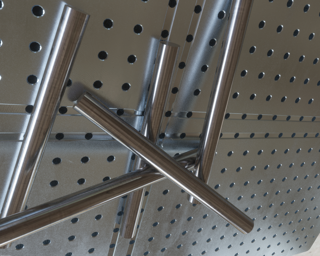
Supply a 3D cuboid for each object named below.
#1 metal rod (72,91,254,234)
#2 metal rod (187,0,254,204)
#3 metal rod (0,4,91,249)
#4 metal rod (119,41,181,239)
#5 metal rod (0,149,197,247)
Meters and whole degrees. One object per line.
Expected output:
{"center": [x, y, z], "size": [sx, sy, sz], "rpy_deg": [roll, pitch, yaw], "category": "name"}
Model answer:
{"center": [0.019, 0.056, 0.400], "size": [0.301, 0.025, 0.025], "rpy_deg": [39, 96, -21], "category": "metal rod"}
{"center": [0.077, -0.035, 0.407], "size": [0.025, 0.025, 0.298], "rpy_deg": [0, 110, -29], "category": "metal rod"}
{"center": [-0.139, 0.015, 0.345], "size": [0.025, 0.025, 0.298], "rpy_deg": [12, 112, -34], "category": "metal rod"}
{"center": [-0.020, 0.033, 0.422], "size": [0.025, 0.025, 0.298], "rpy_deg": [-1, 119, -28], "category": "metal rod"}
{"center": [-0.041, 0.070, 0.386], "size": [0.302, 0.025, 0.025], "rpy_deg": [-15, 126, -38], "category": "metal rod"}
